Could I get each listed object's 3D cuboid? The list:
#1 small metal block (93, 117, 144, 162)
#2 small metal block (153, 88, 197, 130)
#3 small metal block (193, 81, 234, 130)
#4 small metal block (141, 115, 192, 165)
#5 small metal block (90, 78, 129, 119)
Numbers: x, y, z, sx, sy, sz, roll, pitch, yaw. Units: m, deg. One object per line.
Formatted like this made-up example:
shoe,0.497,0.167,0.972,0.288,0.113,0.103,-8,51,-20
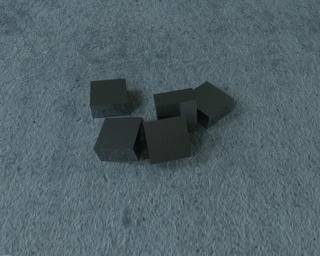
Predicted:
small metal block,-0.048,0.014,0.384,0.050,0.025,0.050,-1,49,17
small metal block,0.020,-0.021,0.400,0.050,0.050,0.025,-10,44,-3
small metal block,0.065,-0.033,0.431,0.050,0.025,0.050,-34,58,-26
small metal block,0.007,0.013,0.374,0.050,0.025,0.050,-10,96,-9
small metal block,-0.071,-0.042,0.438,0.050,0.025,0.050,-6,50,-5
